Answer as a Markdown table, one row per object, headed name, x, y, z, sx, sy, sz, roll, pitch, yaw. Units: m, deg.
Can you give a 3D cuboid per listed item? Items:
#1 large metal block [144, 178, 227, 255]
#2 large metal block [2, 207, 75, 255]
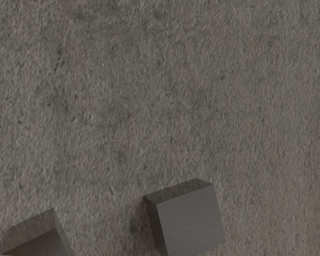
| name | x | y | z | sx | sy | sz | roll | pitch | yaw |
| --- | --- | --- | --- | --- | --- | --- | --- | --- | --- |
| large metal block | 0.032 | 0.120 | 0.409 | 0.081 | 0.050 | 0.080 | -15 | 95 | -20 |
| large metal block | -0.123 | 0.143 | 0.335 | 0.050 | 0.080 | 0.080 | -23 | 98 | -19 |
